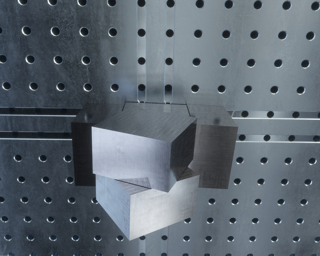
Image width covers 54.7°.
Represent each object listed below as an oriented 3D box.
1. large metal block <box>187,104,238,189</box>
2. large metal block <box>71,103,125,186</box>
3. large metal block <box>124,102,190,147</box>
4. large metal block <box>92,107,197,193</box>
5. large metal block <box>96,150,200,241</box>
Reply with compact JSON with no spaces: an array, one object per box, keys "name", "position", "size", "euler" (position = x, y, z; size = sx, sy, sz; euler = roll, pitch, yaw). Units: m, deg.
[{"name":"large metal block","position":[0.058,0.020,0.392],"size":[0.050,0.080,0.079],"euler":[4,110,-2]},{"name":"large metal block","position":[-0.074,0.018,0.390],"size":[0.050,0.080,0.079],"euler":[2,110,-1]},{"name":"large metal block","position":[-0.007,0.013,0.403],"size":[0.081,0.050,0.079],"euler":[2,110,-2]},{"name":"large metal block","position":[-0.013,0.017,0.322],"size":[0.080,0.080,0.050],"euler":[11,111,20]},{"name":"large metal block","position":[-0.016,0.065,0.337],"size":[0.081,0.080,0.050],"euler":[-10,114,-32]}]
